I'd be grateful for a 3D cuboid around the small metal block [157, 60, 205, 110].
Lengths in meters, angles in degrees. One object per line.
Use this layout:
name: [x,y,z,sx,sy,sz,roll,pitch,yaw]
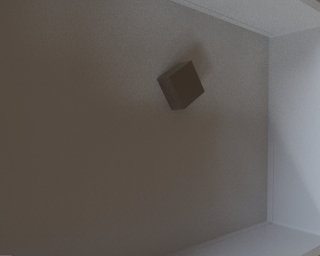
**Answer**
small metal block: [0.030,-0.060,0.434,0.050,0.025,0.050,-41,115,-33]
